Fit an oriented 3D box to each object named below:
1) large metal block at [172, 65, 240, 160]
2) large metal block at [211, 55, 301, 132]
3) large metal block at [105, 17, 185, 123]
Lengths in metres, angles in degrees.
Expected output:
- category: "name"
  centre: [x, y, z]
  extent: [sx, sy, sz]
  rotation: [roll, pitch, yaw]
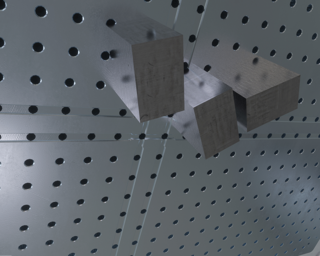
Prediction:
- category: "large metal block"
  centre: [0.051, -0.022, 0.389]
  extent: [0.050, 0.080, 0.080]
  rotation: [-27, 128, -11]
- category: "large metal block"
  centre: [0.123, -0.049, 0.412]
  extent: [0.080, 0.080, 0.050]
  rotation: [-23, 127, -14]
- category: "large metal block"
  centre: [-0.016, -0.064, 0.327]
  extent: [0.050, 0.080, 0.080]
  rotation: [-17, 125, -19]
